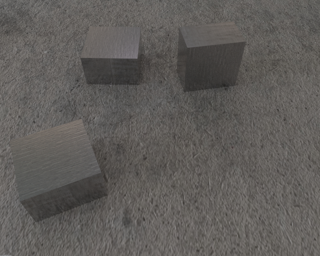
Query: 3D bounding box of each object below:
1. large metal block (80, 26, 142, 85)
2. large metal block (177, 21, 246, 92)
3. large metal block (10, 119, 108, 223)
[{"bbox_3d":[-0.071,-0.113,0.481,0.080,0.050,0.080,1,50,1],"label":"large metal block"},{"bbox_3d":[0.071,-0.103,0.455,0.081,0.080,0.050,-8,51,-7],"label":"large metal block"},{"bbox_3d":[-0.113,0.045,0.348,0.081,0.050,0.080,-19,53,-15],"label":"large metal block"}]
